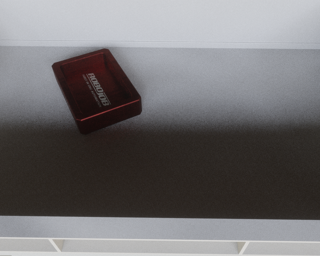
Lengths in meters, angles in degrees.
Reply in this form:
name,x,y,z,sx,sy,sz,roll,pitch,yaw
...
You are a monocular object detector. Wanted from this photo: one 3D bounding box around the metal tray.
name,x,y,z,sx,sy,sz,roll,pitch,yaw
metal tray,-0.093,-0.058,0.450,0.091,0.030,0.130,-21,53,-17
